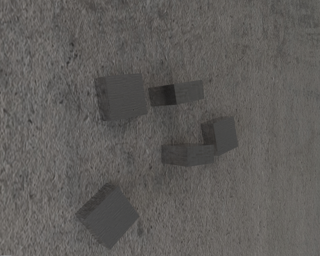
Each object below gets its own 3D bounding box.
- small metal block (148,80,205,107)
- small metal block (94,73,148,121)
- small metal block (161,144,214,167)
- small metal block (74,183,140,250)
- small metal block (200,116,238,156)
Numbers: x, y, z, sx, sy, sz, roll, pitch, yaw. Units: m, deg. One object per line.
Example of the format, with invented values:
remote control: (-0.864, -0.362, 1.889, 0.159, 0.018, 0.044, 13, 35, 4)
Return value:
small metal block: (0.021, -0.045, 0.406, 0.050, 0.050, 0.025, -15, 100, -39)
small metal block: (-0.046, -0.037, 0.366, 0.050, 0.025, 0.050, -13, 99, -39)
small metal block: (0.037, 0.035, 0.419, 0.050, 0.050, 0.025, -2, 91, -40)
small metal block: (-0.059, 0.100, 0.355, 0.050, 0.025, 0.050, -45, 117, -31)
small metal block: (0.093, 0.011, 0.482, 0.050, 0.025, 0.050, -18, 102, -39)
